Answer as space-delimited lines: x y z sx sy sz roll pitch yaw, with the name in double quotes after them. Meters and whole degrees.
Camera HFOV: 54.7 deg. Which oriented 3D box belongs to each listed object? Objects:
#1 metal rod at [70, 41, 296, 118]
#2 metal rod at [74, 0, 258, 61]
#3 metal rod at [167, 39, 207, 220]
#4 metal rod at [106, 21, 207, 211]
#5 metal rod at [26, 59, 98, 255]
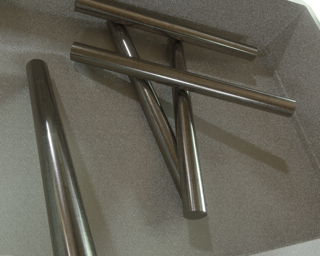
0.033 -0.063 0.413 0.302 0.025 0.025 14 55 -4 "metal rod"
0.024 -0.149 0.477 0.302 0.025 0.025 9 58 -24 "metal rod"
0.031 -0.026 0.417 0.025 0.025 0.300 14 49 -21 "metal rod"
-0.012 -0.032 0.419 0.025 0.025 0.299 -11 67 -33 "metal rod"
-0.092 0.017 0.266 0.025 0.025 0.300 1 36 -28 "metal rod"
